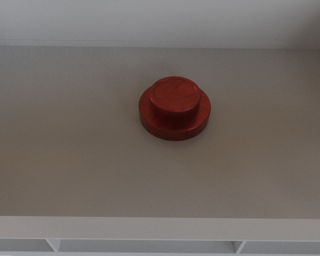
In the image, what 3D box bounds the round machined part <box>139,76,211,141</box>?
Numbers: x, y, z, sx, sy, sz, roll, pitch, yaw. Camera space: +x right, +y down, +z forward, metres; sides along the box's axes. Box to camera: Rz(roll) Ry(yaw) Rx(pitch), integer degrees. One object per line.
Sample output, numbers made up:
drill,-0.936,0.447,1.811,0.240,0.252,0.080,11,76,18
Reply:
round machined part,0.020,-0.033,0.422,0.099,0.042,0.098,0,50,0
